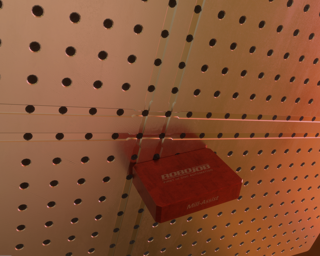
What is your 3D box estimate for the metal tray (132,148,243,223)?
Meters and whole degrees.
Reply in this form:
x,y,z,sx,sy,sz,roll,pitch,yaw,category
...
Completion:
x,y,z,sx,sy,sz,roll,pitch,yaw,category
0.037,0.075,0.437,0.131,0.090,0.030,-11,123,-23,metal tray
